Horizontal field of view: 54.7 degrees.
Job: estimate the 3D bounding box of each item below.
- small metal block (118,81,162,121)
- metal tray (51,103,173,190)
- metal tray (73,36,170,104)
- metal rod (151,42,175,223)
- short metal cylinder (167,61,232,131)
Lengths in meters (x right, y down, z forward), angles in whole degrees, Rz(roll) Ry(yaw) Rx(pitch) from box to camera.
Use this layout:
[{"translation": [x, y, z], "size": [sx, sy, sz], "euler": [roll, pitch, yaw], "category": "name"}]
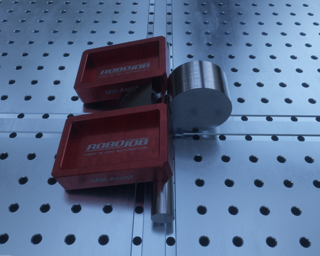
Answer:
[{"translation": [-0.026, -0.029, 0.413], "size": [0.050, 0.025, 0.050], "euler": [-21, 45, 24], "category": "small metal block"}, {"translation": [-0.052, 0.021, 0.364], "size": [0.131, 0.030, 0.090], "euler": [-8, 50, 9], "category": "metal tray"}, {"translation": [-0.053, -0.086, 0.454], "size": [0.131, 0.030, 0.090], "euler": [-8, 49, 9], "category": "metal tray"}, {"translation": [0.004, -0.020, 0.419], "size": [0.025, 0.025, 0.300], "euler": [0, 50, 0], "category": "metal rod"}, {"translation": [0.049, -0.040, 0.401], "size": [0.081, 0.080, 0.050], "euler": [0, 50, 0], "category": "short metal cylinder"}]
